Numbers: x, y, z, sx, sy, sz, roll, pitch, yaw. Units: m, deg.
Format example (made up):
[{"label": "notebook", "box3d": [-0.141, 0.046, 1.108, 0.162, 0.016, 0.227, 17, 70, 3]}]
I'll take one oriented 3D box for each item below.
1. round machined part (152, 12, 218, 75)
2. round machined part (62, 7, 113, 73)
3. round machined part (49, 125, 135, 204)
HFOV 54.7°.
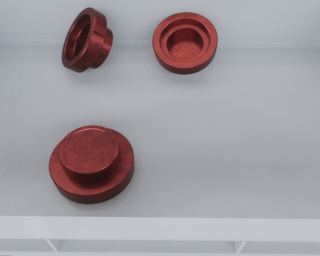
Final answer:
[{"label": "round machined part", "box3d": [0.039, -0.128, 0.487, 0.099, 0.042, 0.098, -2, 74, 5]}, {"label": "round machined part", "box3d": [-0.109, -0.131, 0.479, 0.042, 0.098, 0.098, 20, 37, -39]}, {"label": "round machined part", "box3d": [-0.080, 0.035, 0.364, 0.099, 0.042, 0.098, 0, 50, 0]}]
